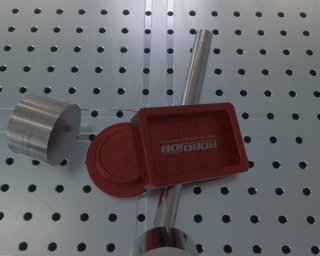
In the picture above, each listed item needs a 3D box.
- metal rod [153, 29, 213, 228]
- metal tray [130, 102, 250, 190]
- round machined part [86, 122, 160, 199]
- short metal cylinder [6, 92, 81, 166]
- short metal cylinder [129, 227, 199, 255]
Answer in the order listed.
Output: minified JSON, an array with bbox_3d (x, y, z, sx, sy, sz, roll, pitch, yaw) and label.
[{"bbox_3d":[0.033,-0.002,0.412,0.025,0.025,0.299,12,70,4],"label":"metal rod"},{"bbox_3d":[0.037,0.019,0.374,0.131,0.030,0.090,-5,76,-23],"label":"metal tray"},{"bbox_3d":[-0.043,0.038,0.388,0.099,0.042,0.098,0,70,0],"label":"round machined part"},{"bbox_3d":[-0.139,0.001,0.381,0.050,0.080,0.080,18,71,6],"label":"short metal cylinder"},{"bbox_3d":[0.005,0.153,0.327,0.081,0.050,0.079,0,94,-2],"label":"short metal cylinder"}]
